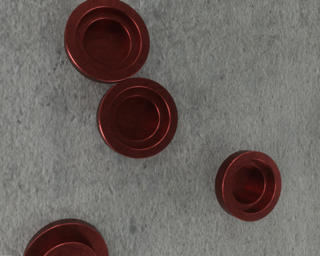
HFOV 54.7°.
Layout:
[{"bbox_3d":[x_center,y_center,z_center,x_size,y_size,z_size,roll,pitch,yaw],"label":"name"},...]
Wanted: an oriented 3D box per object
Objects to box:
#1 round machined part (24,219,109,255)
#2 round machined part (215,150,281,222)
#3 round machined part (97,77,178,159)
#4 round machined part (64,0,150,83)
[{"bbox_3d":[-0.108,0.160,0.361,0.099,0.042,0.097,0,90,-21],"label":"round machined part"},{"bbox_3d":[0.122,0.080,0.447,0.099,0.042,0.097,0,90,-21],"label":"round machined part"},{"bbox_3d":[-0.031,-0.012,0.389,0.099,0.042,0.097,0,90,-20],"label":"round machined part"},{"bbox_3d":[-0.065,-0.102,0.376,0.099,0.042,0.097,0,90,-20],"label":"round machined part"}]
